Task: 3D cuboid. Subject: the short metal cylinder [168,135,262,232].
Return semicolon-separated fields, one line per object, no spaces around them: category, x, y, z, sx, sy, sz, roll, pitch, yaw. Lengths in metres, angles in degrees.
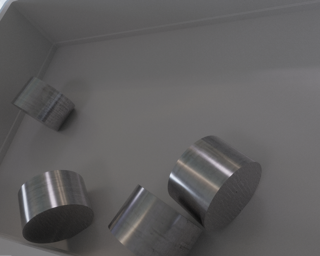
short metal cylinder;0.055;0.054;0.308;0.080;0.080;0.050;-49;51;-6

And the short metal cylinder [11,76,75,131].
short metal cylinder;-0.183;-0.037;0.489;0.080;0.080;0.050;22;74;36

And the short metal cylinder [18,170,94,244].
short metal cylinder;-0.127;0.096;0.378;0.080;0.080;0.050;-34;51;6

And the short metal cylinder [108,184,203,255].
short metal cylinder;-0.004;0.100;0.311;0.080;0.080;0.050;28;77;37
